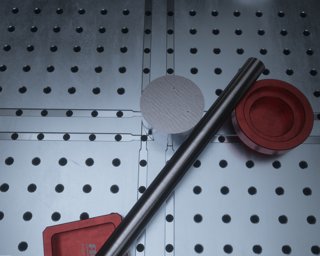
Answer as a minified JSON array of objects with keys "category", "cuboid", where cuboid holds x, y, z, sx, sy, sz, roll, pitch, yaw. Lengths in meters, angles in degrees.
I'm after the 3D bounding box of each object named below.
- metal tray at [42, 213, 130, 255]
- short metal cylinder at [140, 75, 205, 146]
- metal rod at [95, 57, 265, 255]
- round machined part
[{"category":"metal tray","cuboid":[-0.077,0.169,0.346,0.091,0.030,0.130,-11,70,-4]},{"category":"short metal cylinder","cuboid":[0.015,-0.022,0.406,0.080,0.050,0.080,0,70,0]},{"category":"metal rod","cuboid":[0.031,0.032,0.361,0.025,0.025,0.300,36,76,12]},{"category":"round machined part","cuboid":[0.144,-0.012,0.408,0.099,0.042,0.098,0,70,0]}]
